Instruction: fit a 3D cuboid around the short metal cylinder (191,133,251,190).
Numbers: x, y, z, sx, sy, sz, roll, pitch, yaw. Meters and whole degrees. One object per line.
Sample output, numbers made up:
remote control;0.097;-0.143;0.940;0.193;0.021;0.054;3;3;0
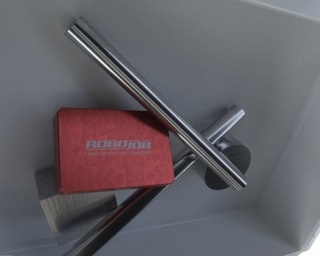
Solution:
short metal cylinder;0.089;0.047;0.469;0.081;0.050;0.079;-14;125;-21

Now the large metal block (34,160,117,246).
large metal block;-0.101;0.088;0.387;0.081;0.050;0.079;-18;126;-19

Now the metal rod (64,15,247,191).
metal rod;0.014;-0.011;0.371;0.025;0.025;0.300;-46;117;4

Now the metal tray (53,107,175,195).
metal tray;-0.051;0.026;0.357;0.131;0.030;0.090;1;74;-28

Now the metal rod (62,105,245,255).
metal rod;0.005;0.066;0.404;0.301;0.025;0.025;-39;131;-20
